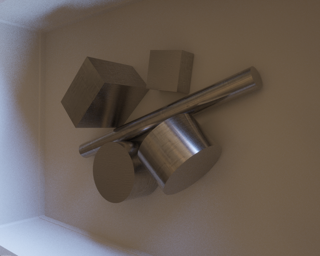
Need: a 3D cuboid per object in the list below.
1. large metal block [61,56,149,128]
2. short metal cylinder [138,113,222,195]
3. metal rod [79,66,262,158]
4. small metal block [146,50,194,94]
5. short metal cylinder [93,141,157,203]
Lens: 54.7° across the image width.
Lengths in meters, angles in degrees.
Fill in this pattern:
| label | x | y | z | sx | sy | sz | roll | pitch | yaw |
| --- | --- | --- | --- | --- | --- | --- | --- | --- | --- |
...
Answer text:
| label | x | y | z | sx | sy | sz | roll | pitch | yaw |
| --- | --- | --- | --- | --- | --- | --- | --- | --- | --- |
| large metal block | -0.076 | -0.046 | 0.430 | 0.080 | 0.081 | 0.050 | -51 | 61 | 28 |
| short metal cylinder | 0.022 | 0.030 | 0.349 | 0.050 | 0.081 | 0.080 | 50 | 119 | 28 |
| metal rod | -0.010 | -0.008 | 0.412 | 0.299 | 0.025 | 0.025 | -22 | 76 | 37 |
| small metal block | 0.012 | -0.072 | 0.393 | 0.050 | 0.025 | 0.050 | 11 | 97 | 39 |
| short metal cylinder | -0.046 | 0.058 | 0.424 | 0.080 | 0.050 | 0.079 | 0 | 90 | 39 |
